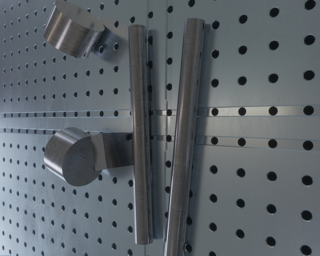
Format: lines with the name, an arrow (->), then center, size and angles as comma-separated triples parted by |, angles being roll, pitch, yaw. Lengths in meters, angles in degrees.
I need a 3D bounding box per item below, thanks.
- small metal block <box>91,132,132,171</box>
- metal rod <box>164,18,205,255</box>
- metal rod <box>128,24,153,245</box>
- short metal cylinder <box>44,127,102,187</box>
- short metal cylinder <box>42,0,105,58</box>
small metal block -> -0.069, 0.034, 0.450 | 0.025, 0.050, 0.050 | -16, 80, 39
metal rod -> 0.030, 0.019, 0.384 | 0.025, 0.025, 0.298 | 8, 95, 39
metal rod -> -0.027, 0.008, 0.431 | 0.025, 0.025, 0.298 | -3, 88, 40
short metal cylinder -> -0.130, 0.044, 0.480 | 0.050, 0.081, 0.079 | 20, 103, 38
short metal cylinder -> -0.134, -0.154, 0.484 | 0.080, 0.081, 0.050 | 52, 120, 27
